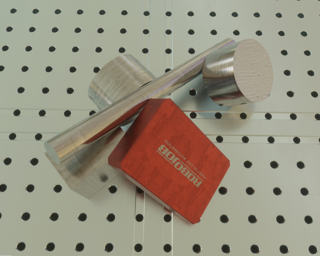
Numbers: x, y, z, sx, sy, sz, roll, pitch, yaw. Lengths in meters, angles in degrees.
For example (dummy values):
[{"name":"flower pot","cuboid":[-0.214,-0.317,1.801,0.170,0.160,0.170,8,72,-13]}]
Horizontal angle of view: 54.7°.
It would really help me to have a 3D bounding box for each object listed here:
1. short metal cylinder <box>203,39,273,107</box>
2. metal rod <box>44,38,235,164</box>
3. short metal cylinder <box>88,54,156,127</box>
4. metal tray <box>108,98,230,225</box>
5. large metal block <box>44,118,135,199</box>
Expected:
[{"name":"short metal cylinder","cuboid":[0.102,-0.070,0.404,0.081,0.050,0.080,3,84,-37]},{"name":"metal rod","cuboid":[0.001,-0.049,0.373,0.025,0.025,0.302,45,55,14]},{"name":"short metal cylinder","cuboid":[-0.044,-0.048,0.399,0.080,0.080,0.050,-42,76,-14]},{"name":"metal tray","cuboid":[0.017,0.039,0.353,0.130,0.030,0.090,44,70,-30]},{"name":"large metal block","cuboid":[-0.076,0.034,0.368,0.080,0.080,0.050,-38,75,-13]}]
